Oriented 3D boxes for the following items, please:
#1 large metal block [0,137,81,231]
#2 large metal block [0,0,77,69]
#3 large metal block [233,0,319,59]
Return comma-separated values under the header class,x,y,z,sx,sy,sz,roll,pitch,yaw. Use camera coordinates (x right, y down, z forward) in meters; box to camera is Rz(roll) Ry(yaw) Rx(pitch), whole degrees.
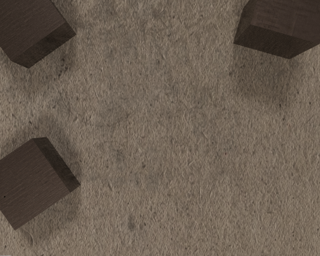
class,x,y,z,sx,sy,sz,roll,pitch,yaw
large metal block,-0.164,0.068,0.395,0.080,0.050,0.080,-35,90,0
large metal block,-0.169,-0.136,0.395,0.080,0.050,0.080,-36,90,0
large metal block,0.146,-0.129,0.384,0.080,0.080,0.050,16,90,-1
